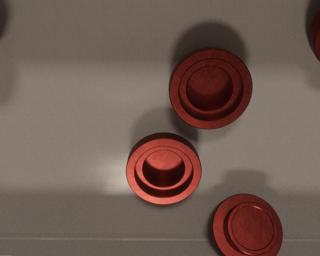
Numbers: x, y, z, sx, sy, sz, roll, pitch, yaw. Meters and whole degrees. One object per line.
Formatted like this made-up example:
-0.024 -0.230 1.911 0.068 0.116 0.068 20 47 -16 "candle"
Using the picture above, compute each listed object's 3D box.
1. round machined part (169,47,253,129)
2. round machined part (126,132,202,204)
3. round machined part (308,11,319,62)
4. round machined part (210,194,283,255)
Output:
0.060 -0.051 0.384 0.099 0.042 0.097 0 110 -1 "round machined part"
0.005 0.051 0.421 0.099 0.042 0.097 0 110 -1 "round machined part"
0.224 -0.105 0.346 0.099 0.042 0.097 0 137 0 "round machined part"
0.121 0.139 0.427 0.099 0.042 0.098 1 67 -3 "round machined part"
